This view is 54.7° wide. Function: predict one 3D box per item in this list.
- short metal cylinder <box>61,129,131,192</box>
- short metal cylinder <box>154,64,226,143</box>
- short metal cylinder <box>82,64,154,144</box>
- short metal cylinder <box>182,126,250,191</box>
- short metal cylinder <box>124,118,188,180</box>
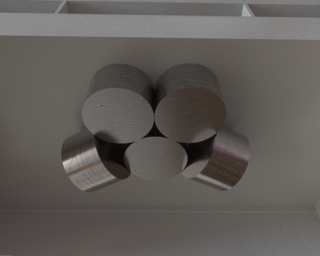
[{"bbox_3d":[-0.080,0.037,0.402,0.050,0.080,0.080,-24,126,19],"label":"short metal cylinder"},{"bbox_3d":[0.034,-0.028,0.367,0.081,0.050,0.079,0,130,0],"label":"short metal cylinder"},{"bbox_3d":[-0.047,-0.028,0.367,0.081,0.050,0.079,0,130,0],"label":"short metal cylinder"},{"bbox_3d":[0.070,0.035,0.401,0.050,0.080,0.080,24,126,-19],"label":"short metal cylinder"},{"bbox_3d":[-0.005,0.024,0.411,0.081,0.050,0.079,0,130,0],"label":"short metal cylinder"}]
